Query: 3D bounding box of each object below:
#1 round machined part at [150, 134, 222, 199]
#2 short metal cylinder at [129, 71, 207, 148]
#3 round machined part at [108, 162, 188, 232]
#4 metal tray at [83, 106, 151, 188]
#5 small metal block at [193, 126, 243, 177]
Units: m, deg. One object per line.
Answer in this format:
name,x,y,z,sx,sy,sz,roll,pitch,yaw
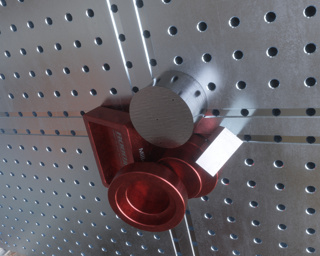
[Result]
round machined part,0.029,0.057,0.417,0.098,0.042,0.097,13,124,20
short metal cylinder,0.011,-0.023,0.374,0.080,0.050,0.079,13,124,20
round machined part,-0.013,0.082,0.395,0.098,0.042,0.097,7,121,12
metal tray,-0.057,0.039,0.445,0.090,0.030,0.129,14,125,38
small metal block,0.066,0.025,0.362,0.025,0.050,0.050,40,94,1
